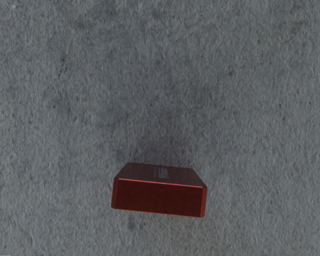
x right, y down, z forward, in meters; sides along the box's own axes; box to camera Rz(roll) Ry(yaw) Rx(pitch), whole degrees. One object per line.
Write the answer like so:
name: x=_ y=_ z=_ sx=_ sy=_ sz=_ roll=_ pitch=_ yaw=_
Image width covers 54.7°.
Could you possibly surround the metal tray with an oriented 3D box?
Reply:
metal tray: x=-0.001 y=0.066 z=0.358 sx=0.091 sy=0.130 sz=0.030 roll=6 pitch=90 yaw=0
